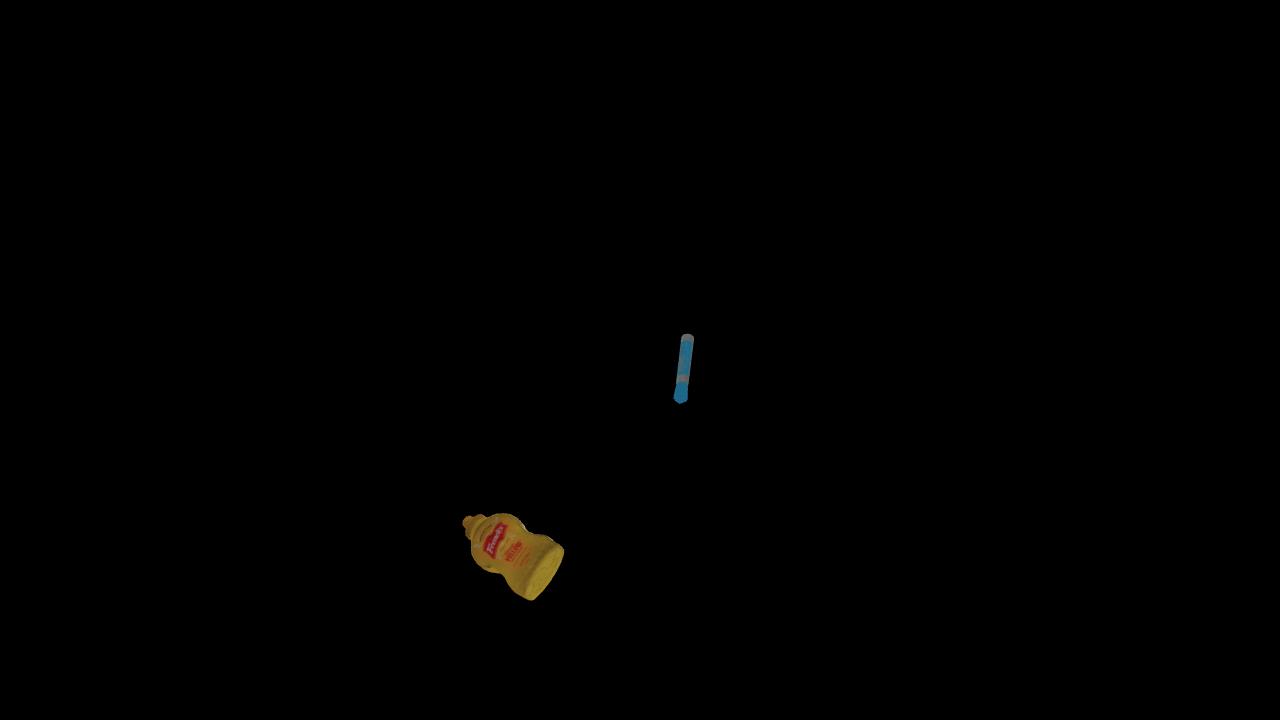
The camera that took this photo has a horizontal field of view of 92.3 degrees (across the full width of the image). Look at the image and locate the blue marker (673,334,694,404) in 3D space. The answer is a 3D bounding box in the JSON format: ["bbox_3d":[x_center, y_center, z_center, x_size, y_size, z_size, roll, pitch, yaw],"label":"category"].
[{"bbox_3d":[0.061,0.011,0.842,0.020,0.121,0.020,6,-44,5],"label":"blue marker"}]

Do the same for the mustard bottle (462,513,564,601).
[{"bbox_3d":[-0.210,0.288,0.953,0.184,0.092,0.054,20,-20,32],"label":"mustard bottle"}]
